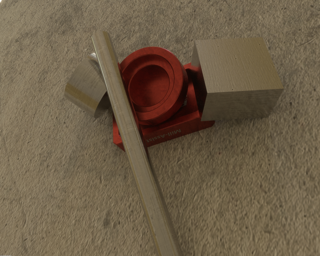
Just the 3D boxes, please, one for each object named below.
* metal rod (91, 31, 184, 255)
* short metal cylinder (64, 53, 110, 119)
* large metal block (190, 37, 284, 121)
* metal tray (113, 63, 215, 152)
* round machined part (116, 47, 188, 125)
[{"bbox_3d":[-0.030,0.015,0.354,0.025,0.025,0.299,-24,70,13],"label":"metal rod"},{"bbox_3d":[-0.090,-0.060,0.444,0.050,0.080,0.080,35,79,2],"label":"short metal cylinder"},{"bbox_3d":[0.083,-0.057,0.358,0.081,0.050,0.080,-4,56,-5],"label":"large metal block"},{"bbox_3d":[0.000,-0.027,0.417,0.130,0.030,0.090,-19,54,16],"label":"metal tray"},{"bbox_3d":[-0.010,-0.051,0.399,0.098,0.042,0.098,-6,75,22],"label":"round machined part"}]
